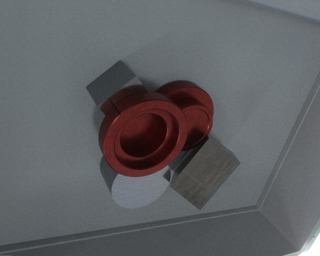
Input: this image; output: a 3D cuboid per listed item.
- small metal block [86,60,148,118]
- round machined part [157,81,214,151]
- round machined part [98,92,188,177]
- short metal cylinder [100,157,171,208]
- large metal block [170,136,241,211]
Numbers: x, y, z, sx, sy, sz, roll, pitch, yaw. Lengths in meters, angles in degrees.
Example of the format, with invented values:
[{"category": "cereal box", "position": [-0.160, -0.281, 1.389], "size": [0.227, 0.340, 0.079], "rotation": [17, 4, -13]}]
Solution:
[{"category": "small metal block", "position": [-0.048, -0.042, 0.339], "size": [0.050, 0.050, 0.025], "rotation": [-39, 130, -2]}, {"category": "round machined part", "position": [0.030, -0.009, 0.406], "size": [0.099, 0.042, 0.097], "rotation": [-14, 125, -21]}, {"category": "round machined part", "position": [-0.022, 0.004, 0.350], "size": [0.099, 0.042, 0.097], "rotation": [-14, 125, -21]}, {"category": "short metal cylinder", "position": [-0.033, 0.059, 0.410], "size": [0.081, 0.050, 0.079], "rotation": [-14, 125, -21]}, {"category": "large metal block", "position": [0.061, 0.056, 0.432], "size": [0.050, 0.080, 0.080], "rotation": [39, 97, 2]}]
